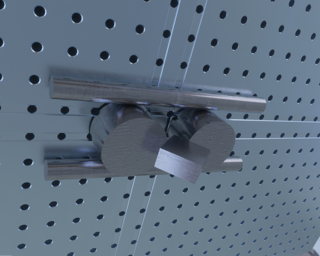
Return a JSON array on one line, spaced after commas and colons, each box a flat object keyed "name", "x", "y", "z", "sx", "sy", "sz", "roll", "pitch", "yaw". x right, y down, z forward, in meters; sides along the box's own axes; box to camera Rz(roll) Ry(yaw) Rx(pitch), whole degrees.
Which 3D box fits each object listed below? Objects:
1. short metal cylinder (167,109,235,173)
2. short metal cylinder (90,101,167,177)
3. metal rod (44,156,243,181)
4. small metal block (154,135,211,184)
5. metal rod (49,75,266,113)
[{"name": "short metal cylinder", "x": 0.057, "y": 0.015, "z": 0.431, "sx": 0.081, "sy": 0.050, "sz": 0.079, "roll": -14, "pitch": 124, "yaw": -21}, {"name": "short metal cylinder", "x": -0.039, "y": 0.012, "z": 0.377, "sx": 0.081, "sy": 0.050, "sz": 0.079, "roll": -14, "pitch": 124, "yaw": -21}, {"name": "metal rod", "x": -0.003, "y": 0.054, "z": 0.439, "sx": 0.303, "sy": 0.025, "sz": 0.025, "roll": 2, "pitch": 118, "yaw": -30}, {"name": "small metal block", "x": 0.028, "y": 0.036, "z": 0.368, "sx": 0.050, "sy": 0.050, "sz": 0.025, "roll": -40, "pitch": 149, "yaw": -64}, {"name": "metal rod", "x": 0.019, "y": -0.038, "z": 0.394, "sx": 0.303, "sy": 0.025, "sz": 0.025, "roll": 2, "pitch": 118, "yaw": -29}]
